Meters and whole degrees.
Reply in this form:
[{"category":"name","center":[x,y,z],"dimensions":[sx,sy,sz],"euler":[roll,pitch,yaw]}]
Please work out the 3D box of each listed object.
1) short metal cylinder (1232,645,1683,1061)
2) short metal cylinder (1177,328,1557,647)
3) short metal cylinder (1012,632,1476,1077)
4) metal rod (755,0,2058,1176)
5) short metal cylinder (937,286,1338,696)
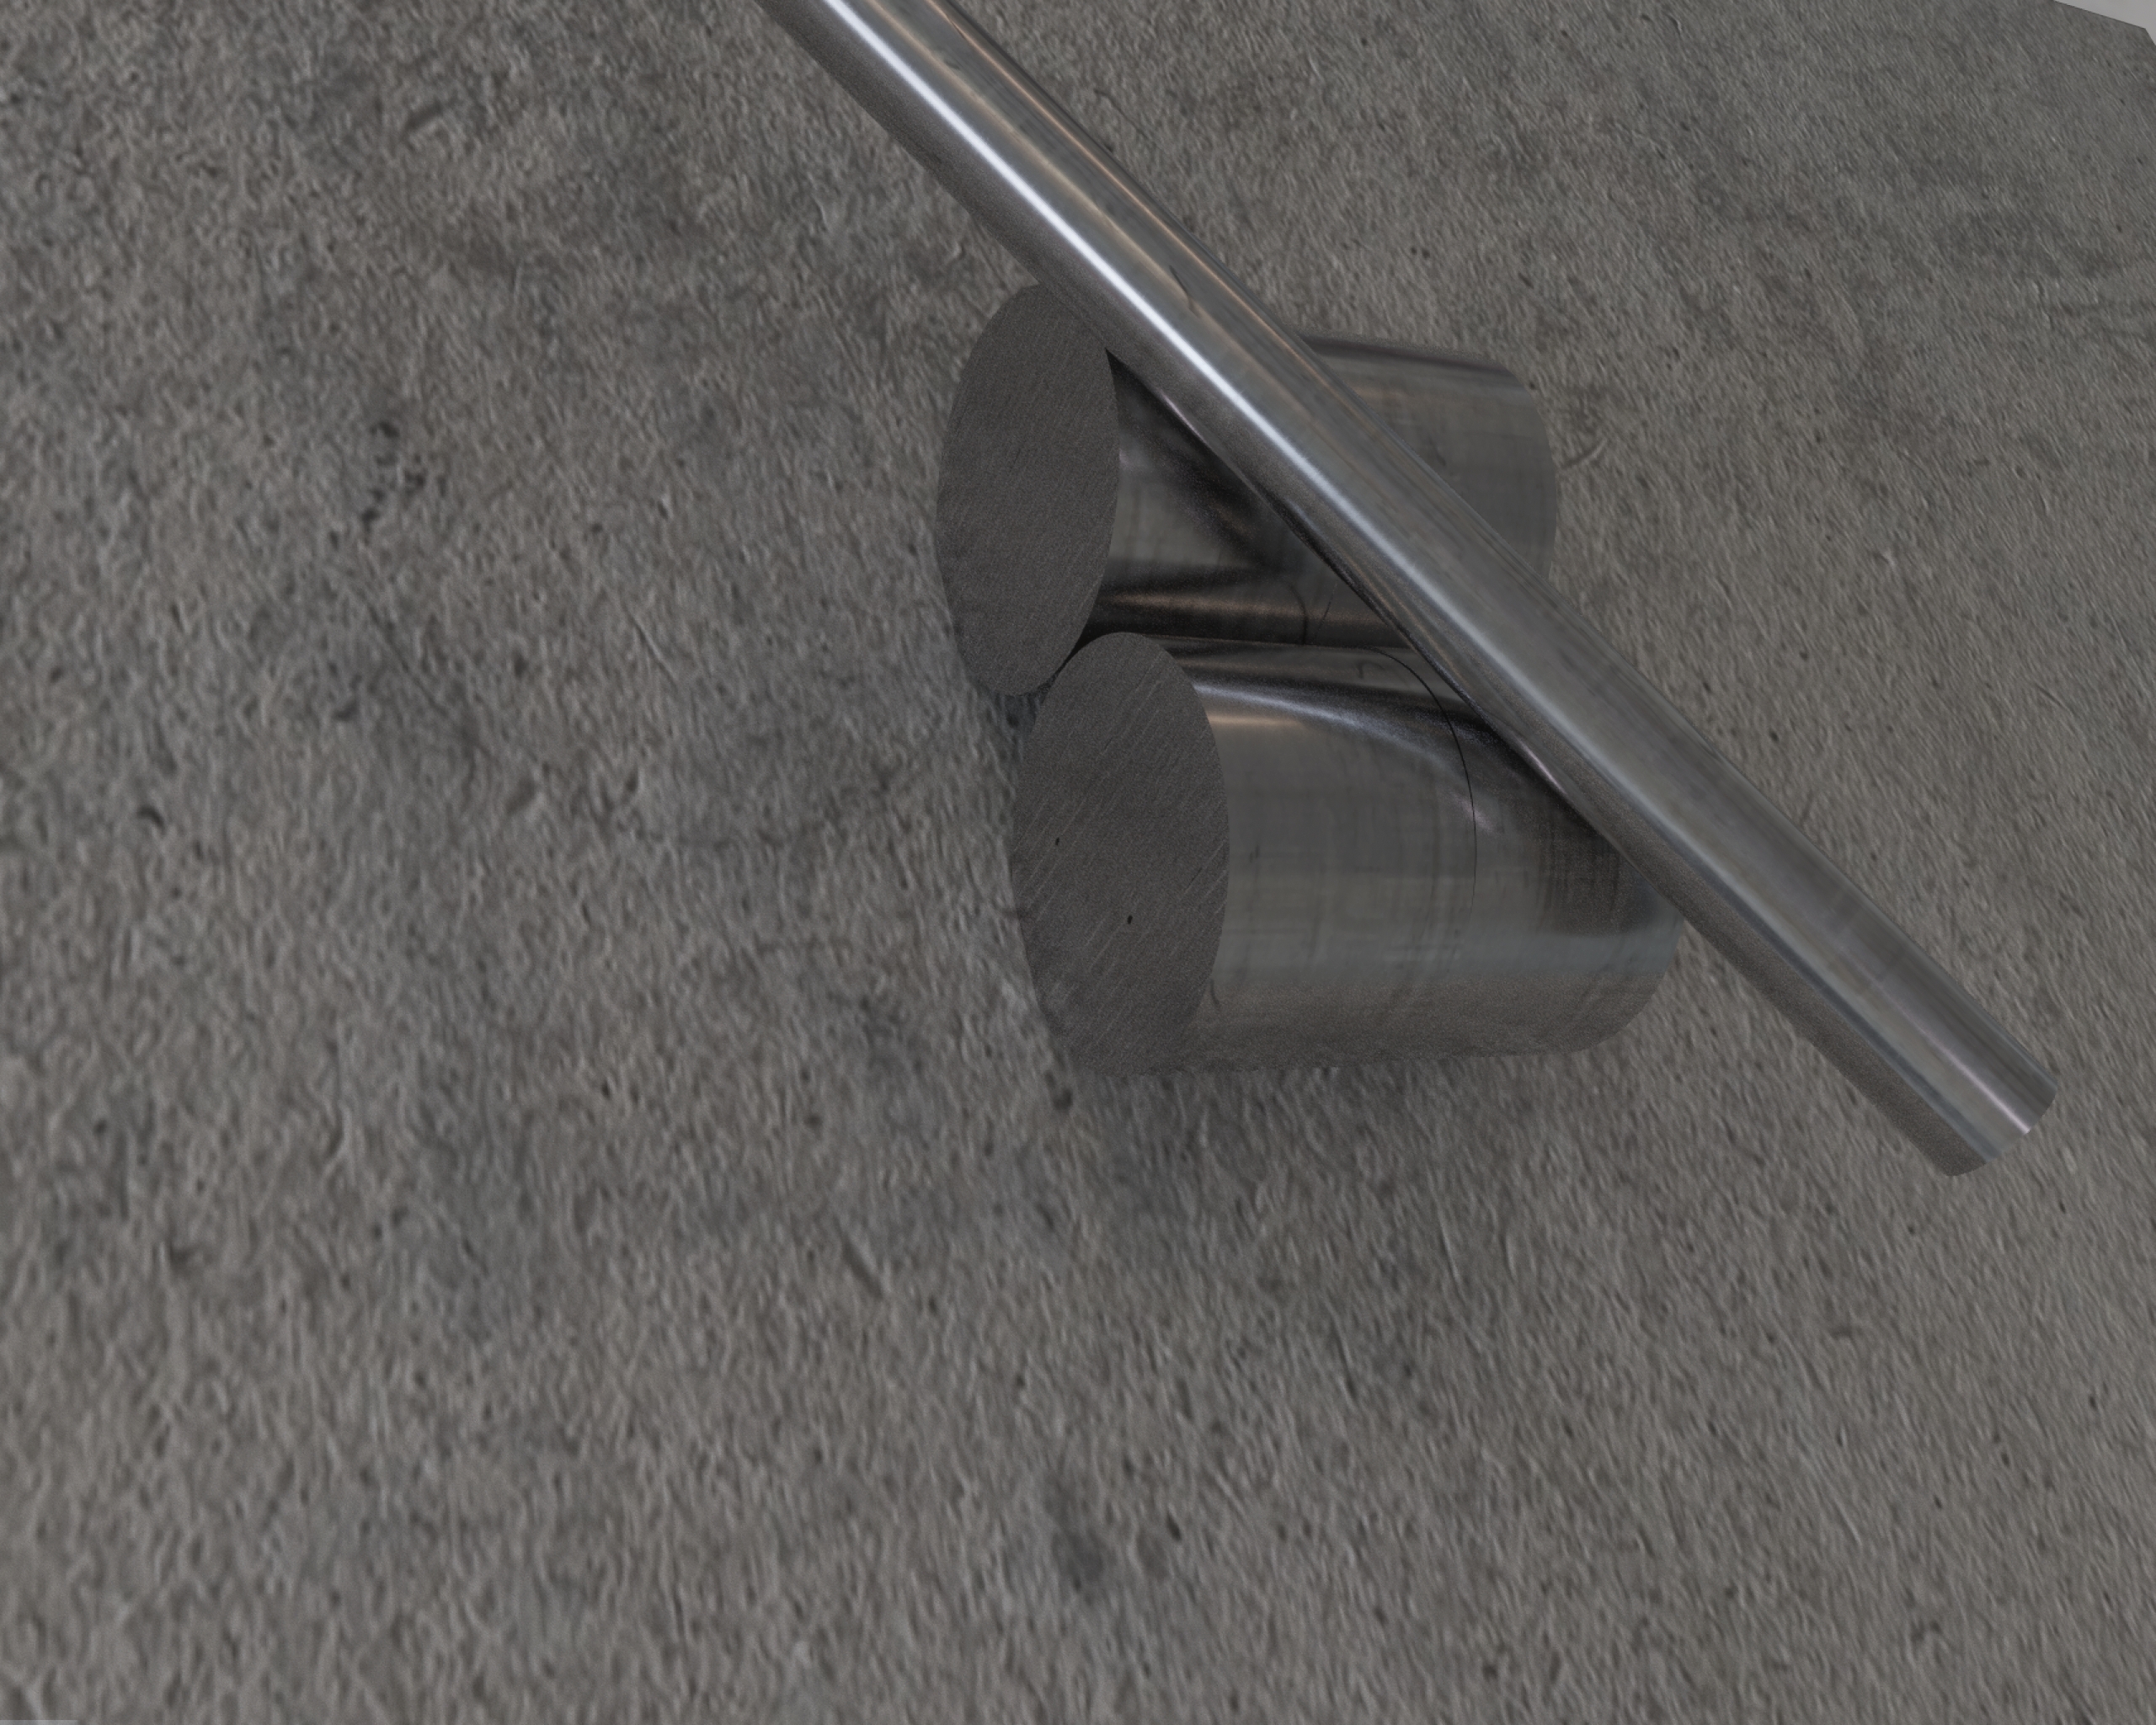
[{"category":"short metal cylinder","center":[0.073,-0.001,0.410],"dimensions":[0.050,0.080,0.080],"euler":[1,62,-28]},{"category":"short metal cylinder","center":[0.056,-0.072,0.444],"dimensions":[0.050,0.080,0.080],"euler":[1,62,-28]},{"category":"short metal cylinder","center":[0.028,-0.001,0.386],"dimensions":[0.050,0.080,0.080],"euler":[1,62,-28]},{"category":"metal rod","center":[0.054,-0.061,0.368],"dimensions":[0.300,0.025,0.025],"euler":[45,51,3]},{"category":"short metal cylinder","center":[0.011,-0.072,0.420],"dimensions":[0.050,0.080,0.080],"euler":[1,62,-28]}]
